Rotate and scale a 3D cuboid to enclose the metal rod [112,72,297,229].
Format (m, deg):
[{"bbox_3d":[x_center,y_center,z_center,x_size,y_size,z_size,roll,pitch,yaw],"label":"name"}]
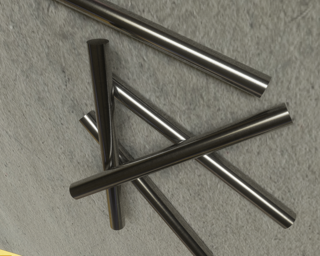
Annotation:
[{"bbox_3d":[0.045,0.026,0.397,0.300,0.025,0.025,38,129,2],"label":"metal rod"}]

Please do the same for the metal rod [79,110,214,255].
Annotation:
[{"bbox_3d":[-0.016,0.097,0.473,0.025,0.025,0.300,-32,101,38],"label":"metal rod"}]

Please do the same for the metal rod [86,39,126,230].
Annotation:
[{"bbox_3d":[-0.069,0.030,0.426,0.025,0.025,0.298,13,124,20],"label":"metal rod"}]

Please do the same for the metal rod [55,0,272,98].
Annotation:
[{"bbox_3d":[-0.021,-0.111,0.347,0.301,0.025,0.025,28,128,10],"label":"metal rod"}]

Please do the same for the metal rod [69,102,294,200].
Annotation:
[{"bbox_3d":[0.008,0.037,0.384,0.300,0.025,0.025,-22,107,23],"label":"metal rod"}]
